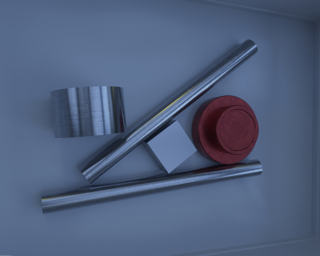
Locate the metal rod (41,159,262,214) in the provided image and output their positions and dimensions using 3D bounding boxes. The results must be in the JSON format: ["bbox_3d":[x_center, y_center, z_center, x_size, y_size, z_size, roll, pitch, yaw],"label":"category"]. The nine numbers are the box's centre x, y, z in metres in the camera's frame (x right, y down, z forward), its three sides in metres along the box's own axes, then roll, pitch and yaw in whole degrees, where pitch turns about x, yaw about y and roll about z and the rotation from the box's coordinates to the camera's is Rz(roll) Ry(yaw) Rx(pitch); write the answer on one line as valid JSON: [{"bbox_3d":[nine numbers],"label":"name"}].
[{"bbox_3d":[0.004,0.073,0.412,0.303,0.025,0.025,-6,92,-20],"label":"metal rod"}]

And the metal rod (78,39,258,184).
[{"bbox_3d":[0.022,-0.031,0.418,0.301,0.025,0.025,-38,103,-16],"label":"metal rod"}]

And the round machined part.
[{"bbox_3d":[0.099,0.002,0.436,0.099,0.042,0.097,0,90,-21],"label":"round machined part"}]

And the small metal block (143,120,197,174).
[{"bbox_3d":[0.013,0.024,0.414,0.050,0.025,0.050,-37,102,-16],"label":"small metal block"}]

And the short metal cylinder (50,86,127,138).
[{"bbox_3d":[-0.080,-0.018,0.351,0.081,0.080,0.050,-5,92,-20],"label":"short metal cylinder"}]
